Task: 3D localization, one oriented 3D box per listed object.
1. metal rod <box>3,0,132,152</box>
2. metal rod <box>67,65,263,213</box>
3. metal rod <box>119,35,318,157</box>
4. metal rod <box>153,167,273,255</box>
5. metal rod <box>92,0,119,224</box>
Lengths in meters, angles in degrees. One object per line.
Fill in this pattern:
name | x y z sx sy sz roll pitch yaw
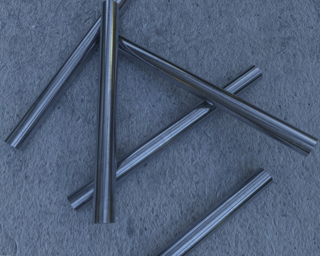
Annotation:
metal rod | -0.117 -0.100 0.443 0.025 0.025 0.300 27 72 9
metal rod | 0.015 0.007 0.405 0.301 0.025 0.025 -35 74 -12
metal rod | 0.053 -0.052 0.403 0.300 0.025 0.025 32 73 20
metal rod | 0.012 0.146 0.354 0.301 0.025 0.025 -36 74 -12
metal rod | -0.067 -0.035 0.393 0.025 0.025 0.299 -2 70 -1
